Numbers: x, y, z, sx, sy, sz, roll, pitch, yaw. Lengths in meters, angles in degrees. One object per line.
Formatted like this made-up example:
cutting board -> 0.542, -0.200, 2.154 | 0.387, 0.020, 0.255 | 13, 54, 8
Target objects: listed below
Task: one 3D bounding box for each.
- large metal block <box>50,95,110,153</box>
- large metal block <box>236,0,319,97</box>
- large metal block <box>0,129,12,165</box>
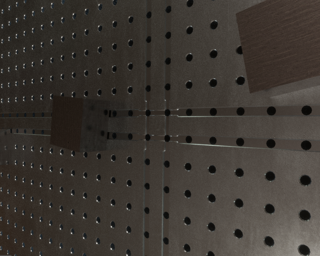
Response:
large metal block -> -0.129, -0.008, 0.497 | 0.080, 0.050, 0.079 | 9, 96, 39
large metal block -> 0.125, -0.079, 0.289 | 0.080, 0.050, 0.080 | -13, 82, 39
large metal block -> -0.383, 0.045, 0.704 | 0.080, 0.050, 0.080 | -7, 86, 39
